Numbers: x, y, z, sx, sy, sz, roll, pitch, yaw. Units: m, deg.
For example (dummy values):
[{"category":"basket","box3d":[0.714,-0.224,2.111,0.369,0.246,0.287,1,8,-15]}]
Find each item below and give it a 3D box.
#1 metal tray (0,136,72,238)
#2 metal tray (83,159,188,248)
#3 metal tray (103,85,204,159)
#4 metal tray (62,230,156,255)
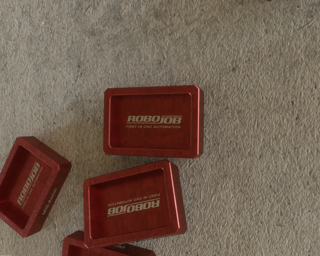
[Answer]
[{"category":"metal tray","box3d":[-0.203,0.089,0.477,0.090,0.030,0.129,31,100,17]},{"category":"metal tray","box3d":[-0.036,0.100,0.403,0.130,0.030,0.090,-16,65,18]},{"category":"metal tray","box3d":[-0.010,-0.008,0.408,0.130,0.030,0.089,1,89,19]},{"category":"metal tray","box3d":[-0.076,0.205,0.432,0.130,0.030,0.089,8,93,19]}]
